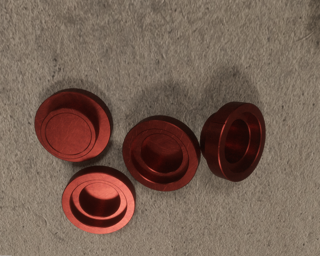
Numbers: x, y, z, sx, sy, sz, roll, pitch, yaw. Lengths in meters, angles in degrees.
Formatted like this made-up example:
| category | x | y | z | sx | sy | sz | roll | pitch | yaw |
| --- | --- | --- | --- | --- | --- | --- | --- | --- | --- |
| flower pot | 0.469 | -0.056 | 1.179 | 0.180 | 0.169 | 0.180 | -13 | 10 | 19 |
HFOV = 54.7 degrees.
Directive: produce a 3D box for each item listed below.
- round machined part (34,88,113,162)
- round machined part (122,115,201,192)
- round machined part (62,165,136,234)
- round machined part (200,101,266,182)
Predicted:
| category | x | y | z | sx | sy | sz | roll | pitch | yaw |
| --- | --- | --- | --- | --- | --- | --- | --- | --- | --- |
| round machined part | -0.113 | 0.001 | 0.399 | 0.099 | 0.042 | 0.097 | 0 | 110 | -1 |
| round machined part | 0.005 | 0.029 | 0.402 | 0.098 | 0.042 | 0.097 | 6 | 112 | 16 |
| round machined part | -0.082 | 0.096 | 0.435 | 0.099 | 0.042 | 0.097 | 0 | 110 | -1 |
| round machined part | 0.088 | 0.015 | 0.390 | 0.099 | 0.042 | 0.097 | -10 | 105 | -40 |
